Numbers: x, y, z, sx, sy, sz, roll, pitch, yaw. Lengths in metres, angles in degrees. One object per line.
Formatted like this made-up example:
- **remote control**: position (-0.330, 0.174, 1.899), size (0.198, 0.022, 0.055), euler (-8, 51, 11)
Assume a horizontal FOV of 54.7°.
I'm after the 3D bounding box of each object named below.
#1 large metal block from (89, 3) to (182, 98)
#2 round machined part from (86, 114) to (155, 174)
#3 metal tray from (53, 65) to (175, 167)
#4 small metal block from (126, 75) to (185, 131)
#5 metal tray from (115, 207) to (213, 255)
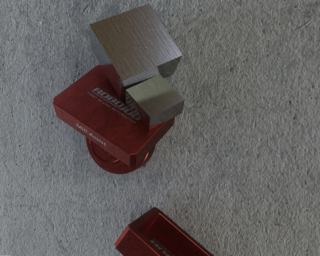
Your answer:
- **large metal block**: position (-0.032, -0.096, 0.387), size (0.081, 0.050, 0.080), euler (-27, 79, -18)
- **round machined part**: position (-0.059, 0.014, 0.416), size (0.098, 0.042, 0.097), euler (2, 95, 21)
- **metal tray**: position (-0.057, -0.020, 0.397), size (0.130, 0.030, 0.090), euler (32, 57, 17)
- **small metal block**: position (-0.007, -0.032, 0.376), size (0.050, 0.025, 0.050), euler (-29, 62, -25)
- **metal tray**: position (0.020, 0.156, 0.366), size (0.130, 0.090, 0.030), euler (37, 102, 16)
